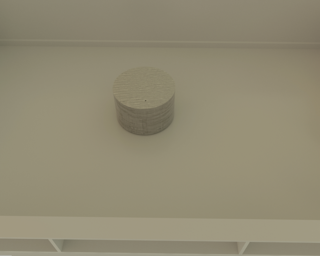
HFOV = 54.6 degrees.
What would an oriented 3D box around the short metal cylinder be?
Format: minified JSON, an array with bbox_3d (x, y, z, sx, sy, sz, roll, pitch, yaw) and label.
[{"bbox_3d":[-0.020,-0.037,0.418,0.080,0.050,0.080,0,50,0],"label":"short metal cylinder"}]
